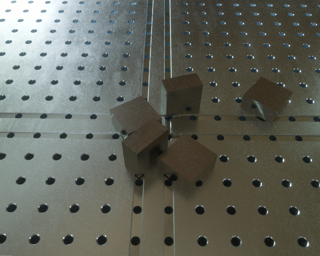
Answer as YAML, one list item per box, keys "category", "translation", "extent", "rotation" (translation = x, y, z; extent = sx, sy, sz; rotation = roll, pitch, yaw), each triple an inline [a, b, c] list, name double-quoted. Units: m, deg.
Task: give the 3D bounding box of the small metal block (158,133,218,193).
- category: "small metal block"
  translation: [0.033, 0.041, 0.374]
  extent: [0.050, 0.025, 0.050]
  rotation: [34, 58, 25]

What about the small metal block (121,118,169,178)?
- category: "small metal block"
  translation: [-0.017, 0.024, 0.371]
  extent: [0.025, 0.050, 0.050]
  rotation: [36, 59, 26]

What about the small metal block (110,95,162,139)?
- category: "small metal block"
  translation: [-0.032, -0.011, 0.416]
  extent: [0.050, 0.025, 0.050]
  rotation: [-26, 55, -21]

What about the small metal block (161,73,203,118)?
- category: "small metal block"
  translation: [0.029, -0.045, 0.429]
  extent: [0.050, 0.050, 0.025]
  rotation: [-13, 52, -11]

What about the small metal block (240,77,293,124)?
- category: "small metal block"
  translation: [0.152, -0.041, 0.444]
  extent: [0.050, 0.025, 0.050]
  rotation: [33, 57, 24]
